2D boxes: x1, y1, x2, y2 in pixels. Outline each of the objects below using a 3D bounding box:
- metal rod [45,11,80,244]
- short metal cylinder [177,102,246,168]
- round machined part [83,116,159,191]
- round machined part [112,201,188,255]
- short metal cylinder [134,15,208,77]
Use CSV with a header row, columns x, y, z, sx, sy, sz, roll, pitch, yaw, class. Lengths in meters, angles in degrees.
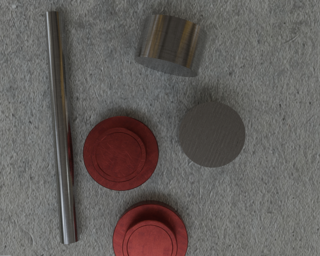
x,y,z,sx,sy,sz,roll,pitch,yaw,class
-0.128,-0.001,0.408,0.025,0.025,0.298,-4,90,-1,metal rod
0.063,0.008,0.398,0.081,0.050,0.079,0,90,-1,short metal cylinder
-0.051,0.033,0.401,0.099,0.042,0.097,0,90,-1,round machined part
-0.013,0.147,0.401,0.099,0.042,0.097,0,90,-1,round machined part
0.013,-0.099,0.383,0.080,0.080,0.050,14,90,-1,short metal cylinder
